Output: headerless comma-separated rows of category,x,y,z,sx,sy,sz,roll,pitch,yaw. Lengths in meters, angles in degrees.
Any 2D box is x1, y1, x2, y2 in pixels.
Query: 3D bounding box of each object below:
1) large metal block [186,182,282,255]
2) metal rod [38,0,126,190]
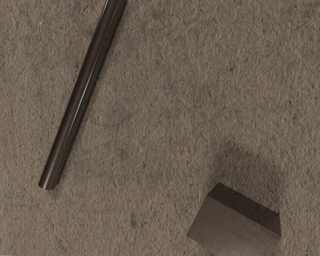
large metal block,0.086,0.109,0.349,0.080,0.080,0.050,27,99,17
metal rod,-0.114,-0.049,0.447,0.025,0.025,0.298,25,98,18
